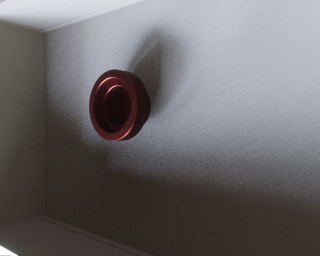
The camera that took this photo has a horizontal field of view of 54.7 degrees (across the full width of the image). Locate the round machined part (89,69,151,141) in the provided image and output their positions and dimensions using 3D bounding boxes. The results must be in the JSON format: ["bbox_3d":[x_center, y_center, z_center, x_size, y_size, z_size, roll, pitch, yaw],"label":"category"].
[{"bbox_3d":[-0.052,-0.031,0.437,0.098,0.042,0.097,0,90,39],"label":"round machined part"}]
